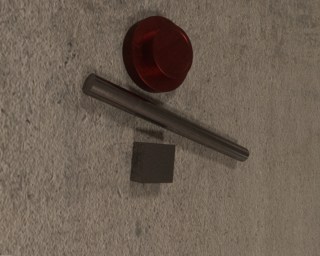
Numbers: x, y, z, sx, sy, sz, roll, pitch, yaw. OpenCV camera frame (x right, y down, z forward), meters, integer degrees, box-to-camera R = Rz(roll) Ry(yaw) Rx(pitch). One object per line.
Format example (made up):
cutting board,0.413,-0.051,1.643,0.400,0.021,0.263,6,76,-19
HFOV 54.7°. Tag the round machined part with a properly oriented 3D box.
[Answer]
round machined part,0.005,-0.095,0.399,0.099,0.042,0.097,0,90,-40

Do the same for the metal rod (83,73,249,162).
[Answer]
metal rod,0.031,-0.002,0.432,0.302,0.025,0.025,23,75,-38

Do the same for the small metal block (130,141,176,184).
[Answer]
small metal block,-0.009,0.044,0.400,0.050,0.025,0.050,8,85,-40
